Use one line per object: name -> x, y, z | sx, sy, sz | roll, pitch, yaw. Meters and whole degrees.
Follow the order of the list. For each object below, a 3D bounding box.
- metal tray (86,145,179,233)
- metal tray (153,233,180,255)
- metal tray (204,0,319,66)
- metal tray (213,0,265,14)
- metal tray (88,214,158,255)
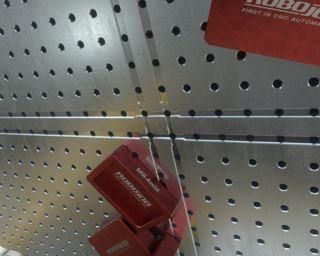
metal tray -> -0.045, 0.100, 0.493 | 0.130, 0.030, 0.090 | 47, 129, -5
metal tray -> -0.022, 0.247, 0.534 | 0.030, 0.090, 0.129 | 36, 129, 4
metal tray -> 0.110, -0.103, 0.256 | 0.131, 0.030, 0.090 | 13, 138, 5
metal tray -> 0.076, -0.175, 0.259 | 0.090, 0.030, 0.129 | -7, 115, 31
metal tray -> -0.067, 0.211, 0.567 | 0.090, 0.030, 0.129 | 49, 130, 2
